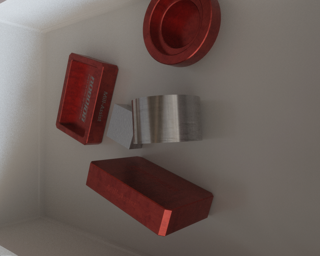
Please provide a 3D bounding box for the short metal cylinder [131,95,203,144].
[{"bbox_3d":[0.008,-0.008,0.363,0.080,0.081,0.050,-5,87,39],"label":"short metal cylinder"}]

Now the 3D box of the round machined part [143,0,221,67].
[{"bbox_3d":[0.030,-0.121,0.370,0.098,0.042,0.097,0,90,39],"label":"round machined part"}]

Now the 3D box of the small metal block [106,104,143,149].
[{"bbox_3d":[-0.045,-0.003,0.442,0.050,0.025,0.050,26,106,36],"label":"small metal block"}]

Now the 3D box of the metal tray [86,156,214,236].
[{"bbox_3d":[-0.014,0.074,0.374,0.130,0.091,0.030,22,104,37],"label":"metal tray"}]

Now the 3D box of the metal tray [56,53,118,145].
[{"bbox_3d":[-0.120,-0.048,0.499,0.090,0.030,0.129,24,105,37],"label":"metal tray"}]
